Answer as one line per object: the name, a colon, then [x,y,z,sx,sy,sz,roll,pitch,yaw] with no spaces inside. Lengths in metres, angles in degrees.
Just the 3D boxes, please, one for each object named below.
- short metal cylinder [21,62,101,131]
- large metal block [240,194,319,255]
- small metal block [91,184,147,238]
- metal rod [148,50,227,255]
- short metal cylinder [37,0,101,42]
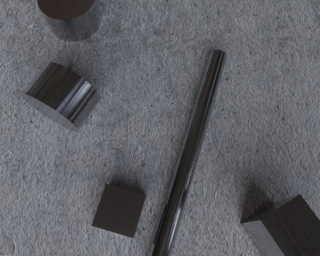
short metal cylinder: [-0.123,-0.038,0.391,0.080,0.080,0.050,28,72,9]
large metal block: [0.141,0.124,0.335,0.050,0.080,0.080,-29,73,-10]
small metal block: [-0.047,0.100,0.371,0.050,0.025,0.050,15,71,5]
metal rod: [0.039,0.029,0.398,0.025,0.025,0.299,17,71,5]
short metal cylinder: [-0.132,-0.176,0.458,0.081,0.050,0.080,0,70,0]
